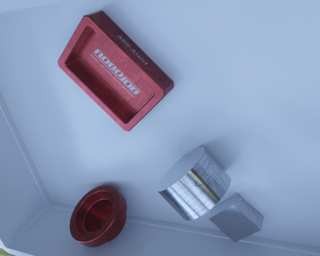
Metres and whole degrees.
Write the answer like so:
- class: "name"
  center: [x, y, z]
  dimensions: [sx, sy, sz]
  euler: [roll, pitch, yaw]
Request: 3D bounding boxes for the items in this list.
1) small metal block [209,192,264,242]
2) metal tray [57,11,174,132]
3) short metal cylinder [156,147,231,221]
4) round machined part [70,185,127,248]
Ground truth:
- class: "small metal block"
  center: [0.106, 0.125, 0.430]
  dimensions: [0.050, 0.025, 0.050]
  euler: [42, 129, -2]
- class: "metal tray"
  center: [-0.058, -0.068, 0.391]
  dimensions: [0.130, 0.030, 0.090]
  euler: [45, 129, -4]
- class: "short metal cylinder"
  center: [0.042, 0.069, 0.393]
  dimensions: [0.050, 0.080, 0.080]
  euler: [48, 129, -6]
- class: "round machined part"
  center: [-0.095, 0.147, 0.506]
  dimensions: [0.098, 0.098, 0.042]
  euler: [-10, 136, 32]
